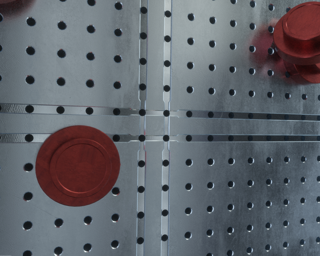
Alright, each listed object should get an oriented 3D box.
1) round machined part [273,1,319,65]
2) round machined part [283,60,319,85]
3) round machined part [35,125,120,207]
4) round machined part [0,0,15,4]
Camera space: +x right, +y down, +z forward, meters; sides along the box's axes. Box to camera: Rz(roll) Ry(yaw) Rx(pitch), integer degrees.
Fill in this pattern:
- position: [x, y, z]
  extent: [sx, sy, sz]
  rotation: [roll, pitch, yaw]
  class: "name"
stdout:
- position: [0.217, -0.145, 0.454]
  extent: [0.098, 0.098, 0.042]
  rotation: [-61, 146, -10]
  class: "round machined part"
- position: [0.251, -0.120, 0.499]
  extent: [0.099, 0.042, 0.097]
  rotation: [0, 90, -21]
  class: "round machined part"
- position: [-0.095, 0.045, 0.369]
  extent: [0.099, 0.042, 0.097]
  rotation: [0, 90, -21]
  class: "round machined part"
- position: [-0.185, -0.183, 0.335]
  extent: [0.099, 0.042, 0.097]
  rotation: [0, 90, -21]
  class: "round machined part"
